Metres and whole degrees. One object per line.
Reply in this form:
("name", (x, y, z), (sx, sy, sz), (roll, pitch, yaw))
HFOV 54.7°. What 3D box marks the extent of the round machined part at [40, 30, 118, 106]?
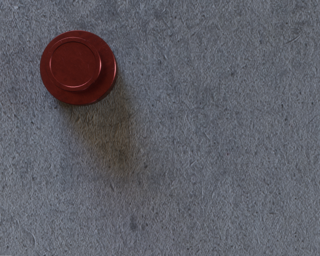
("round machined part", (-0.107, -0.078, 0.400), (0.099, 0.042, 0.097), (0, 90, 0))
